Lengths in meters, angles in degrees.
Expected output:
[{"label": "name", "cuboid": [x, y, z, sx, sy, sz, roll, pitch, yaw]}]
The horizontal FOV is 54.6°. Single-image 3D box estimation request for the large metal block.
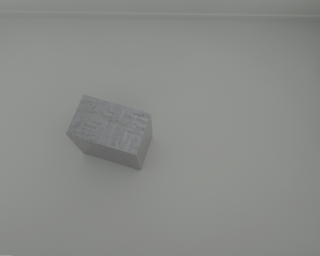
[{"label": "large metal block", "cuboid": [-0.056, 0.009, 0.377, 0.080, 0.080, 0.050, 16, 71, 6]}]
